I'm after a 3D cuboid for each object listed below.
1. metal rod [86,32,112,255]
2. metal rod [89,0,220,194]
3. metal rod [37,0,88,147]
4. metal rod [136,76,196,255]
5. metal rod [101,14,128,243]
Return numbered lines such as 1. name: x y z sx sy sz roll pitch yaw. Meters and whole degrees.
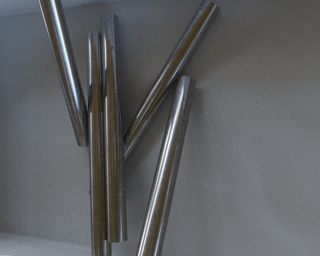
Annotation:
1. metal rod: -0.083 0.015 0.417 0.025 0.025 0.298 -7 80 19
2. metal rod: -0.013 -0.029 0.414 0.025 0.025 0.299 35 101 16
3. metal rod: -0.121 -0.107 0.373 0.025 0.025 0.298 6 123 19
4. metal rod: 0.002 0.073 0.339 0.025 0.025 0.299 5 64 19
5. metal rod: -0.062 -0.007 0.408 0.025 0.025 0.298 -7 79 19
